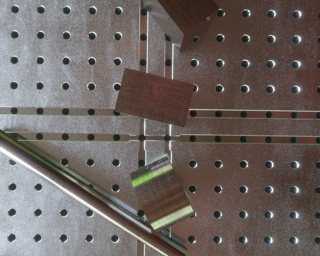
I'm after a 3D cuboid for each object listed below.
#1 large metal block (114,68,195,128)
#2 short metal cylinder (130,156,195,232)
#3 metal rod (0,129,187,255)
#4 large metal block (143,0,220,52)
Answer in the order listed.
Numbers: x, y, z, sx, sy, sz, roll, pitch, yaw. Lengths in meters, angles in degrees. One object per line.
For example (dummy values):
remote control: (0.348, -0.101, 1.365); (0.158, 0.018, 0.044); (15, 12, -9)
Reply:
large metal block: (-0.006, -0.034, 0.386); (0.080, 0.080, 0.050); (14, 90, -1)
short metal cylinder: (0.004, 0.081, 0.386); (0.050, 0.080, 0.080); (-26, 90, 0)
metal rod: (-0.097, 0.090, 0.412); (0.301, 0.025, 0.025); (33, 90, -1)
large metal block: (0.022, -0.151, 0.386); (0.050, 0.080, 0.080); (-38, 90, 0)
